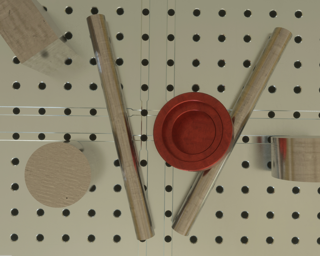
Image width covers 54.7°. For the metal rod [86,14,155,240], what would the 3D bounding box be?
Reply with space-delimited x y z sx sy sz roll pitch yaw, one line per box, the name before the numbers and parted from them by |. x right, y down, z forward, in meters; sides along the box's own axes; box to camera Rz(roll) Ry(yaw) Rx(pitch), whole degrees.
metal rod | -0.052 -0.001 0.412 0.025 0.025 0.298 -13 90 0

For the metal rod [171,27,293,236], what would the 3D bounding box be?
metal rod | 0.096 0.005 0.413 0.025 0.025 0.299 28 90 0

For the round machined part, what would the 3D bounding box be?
round machined part | 0.045 0.007 0.394 0.098 0.042 0.098 -4 79 19

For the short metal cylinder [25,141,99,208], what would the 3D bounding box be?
short metal cylinder | -0.124 0.057 0.400 0.081 0.050 0.080 0 90 0

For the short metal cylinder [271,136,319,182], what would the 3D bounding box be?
short metal cylinder | 0.181 0.036 0.387 0.081 0.080 0.050 -1 90 0

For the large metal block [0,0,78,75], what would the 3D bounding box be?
large metal block | -0.157 -0.118 0.384 0.050 0.080 0.080 -35 90 0
